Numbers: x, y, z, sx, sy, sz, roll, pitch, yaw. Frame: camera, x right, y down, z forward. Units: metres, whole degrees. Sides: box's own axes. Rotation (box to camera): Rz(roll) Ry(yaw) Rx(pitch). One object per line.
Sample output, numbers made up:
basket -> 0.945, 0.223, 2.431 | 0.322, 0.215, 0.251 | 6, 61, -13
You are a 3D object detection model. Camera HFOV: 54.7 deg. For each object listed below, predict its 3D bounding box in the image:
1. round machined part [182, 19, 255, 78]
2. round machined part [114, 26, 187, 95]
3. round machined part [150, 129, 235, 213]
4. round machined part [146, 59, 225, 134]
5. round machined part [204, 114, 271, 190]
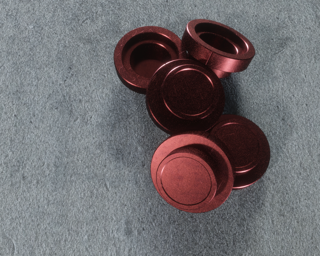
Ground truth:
round machined part -> 0.076, -0.105, 0.425 | 0.099, 0.042, 0.098 | 13, 42, -12
round machined part -> -0.013, -0.089, 0.433 | 0.099, 0.042, 0.098 | 0, 70, -1
round machined part -> 0.034, 0.053, 0.354 | 0.098, 0.042, 0.097 | 5, 105, 18
round machined part -> 0.033, -0.039, 0.380 | 0.099, 0.042, 0.097 | 1, 80, -8
round machined part -> 0.091, 0.027, 0.391 | 0.099, 0.042, 0.098 | 0, 70, -1
